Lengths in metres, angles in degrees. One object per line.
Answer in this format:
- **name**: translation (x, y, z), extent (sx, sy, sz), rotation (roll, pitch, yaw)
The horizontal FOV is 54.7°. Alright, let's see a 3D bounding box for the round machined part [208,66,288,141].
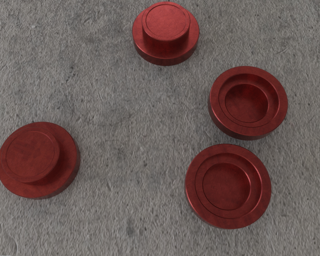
- **round machined part**: translation (0.113, -0.029, 0.410), extent (0.099, 0.042, 0.098), rotation (0, 70, 0)

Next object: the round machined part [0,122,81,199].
- **round machined part**: translation (-0.153, 0.037, 0.384), extent (0.099, 0.042, 0.098), rotation (0, 70, 0)

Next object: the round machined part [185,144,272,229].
- **round machined part**: translation (0.078, 0.071, 0.373), extent (0.099, 0.042, 0.098), rotation (0, 70, 0)

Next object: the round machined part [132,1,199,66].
- **round machined part**: translation (0.008, -0.143, 0.451), extent (0.099, 0.042, 0.098), rotation (0, 70, 0)
